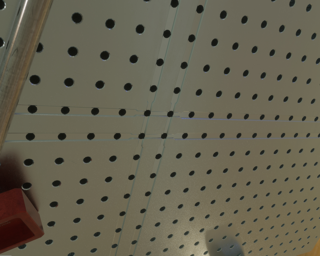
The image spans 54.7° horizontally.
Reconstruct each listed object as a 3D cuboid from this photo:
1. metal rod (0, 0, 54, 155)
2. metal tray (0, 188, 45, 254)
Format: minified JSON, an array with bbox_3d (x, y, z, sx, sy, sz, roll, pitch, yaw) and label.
[{"bbox_3d":[-0.150,-0.038,0.305,0.025,0.025,0.298,15,111,-35],"label":"metal rod"},{"bbox_3d":[-0.209,0.121,0.348,0.131,0.030,0.090,-19,148,-17],"label":"metal tray"}]
